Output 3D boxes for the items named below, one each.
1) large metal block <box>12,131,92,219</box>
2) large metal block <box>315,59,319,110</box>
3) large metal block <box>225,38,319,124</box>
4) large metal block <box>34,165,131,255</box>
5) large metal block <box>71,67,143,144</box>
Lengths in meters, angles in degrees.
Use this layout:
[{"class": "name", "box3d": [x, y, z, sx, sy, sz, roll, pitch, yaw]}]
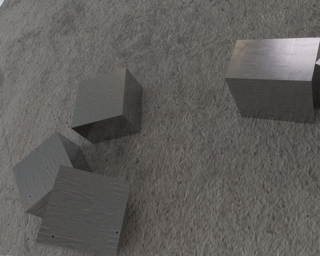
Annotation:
[{"class": "large metal block", "box3d": [-0.144, 0.065, 0.424, 0.080, 0.050, 0.080, -40, 51, 1]}, {"class": "large metal block", "box3d": [0.200, -0.055, 0.297, 0.080, 0.080, 0.050, -45, 51, -3]}, {"class": "large metal block", "box3d": [0.125, -0.049, 0.333, 0.080, 0.080, 0.050, 8, 66, 31]}, {"class": "large metal block", "box3d": [-0.086, 0.095, 0.347, 0.050, 0.081, 0.080, 134, 150, -59]}, {"class": "large metal block", "box3d": [-0.074, -0.031, 0.446, 0.080, 0.050, 0.080, -13, 56, 21]}]
